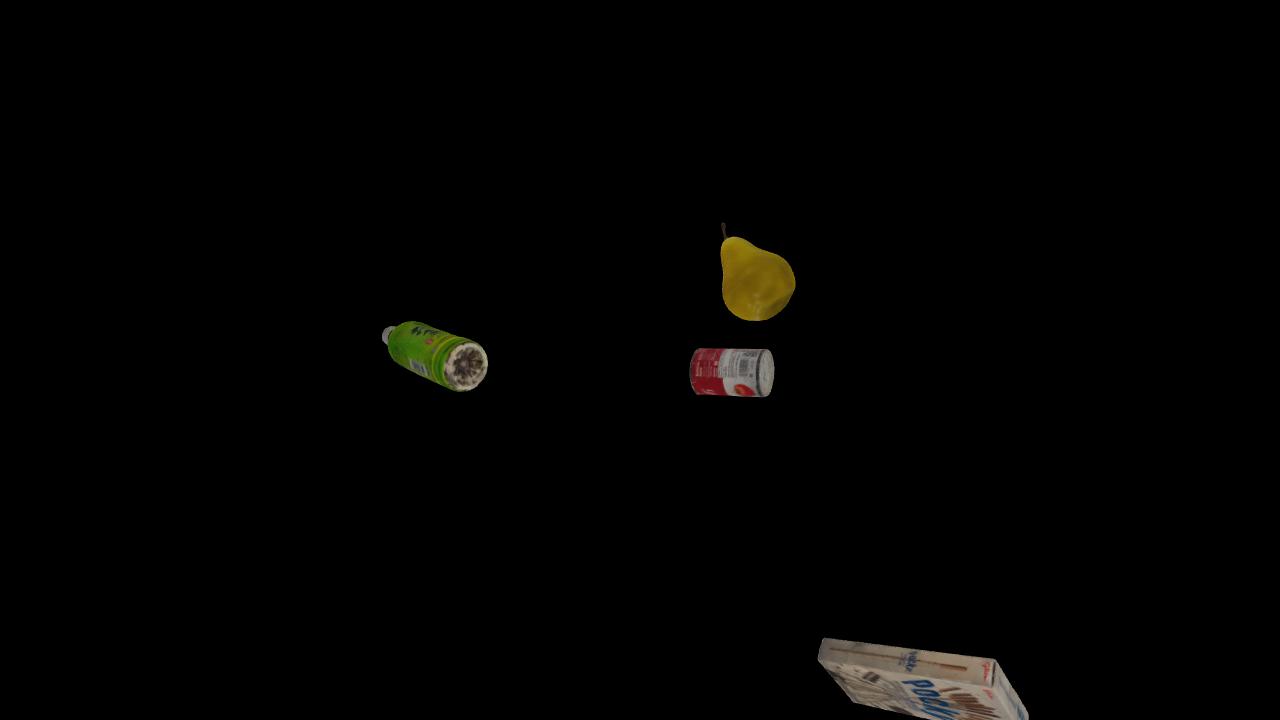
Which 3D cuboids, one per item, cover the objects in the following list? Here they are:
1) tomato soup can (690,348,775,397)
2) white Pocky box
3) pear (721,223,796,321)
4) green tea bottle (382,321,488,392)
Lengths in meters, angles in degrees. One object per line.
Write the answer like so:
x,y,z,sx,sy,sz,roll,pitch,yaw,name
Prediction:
0.129,0.016,0.853,0.101,0.068,0.068,0,0,30,tomato soup can
0.247,0.289,0.549,0.154,0.084,0.028,-15,31,44,white Pocky box
0.111,-0.096,0.661,0.080,0.111,0.080,-30,-25,-16,pear
-0.298,-0.013,0.855,0.212,0.073,0.073,16,10,39,green tea bottle
